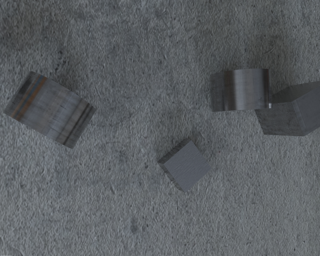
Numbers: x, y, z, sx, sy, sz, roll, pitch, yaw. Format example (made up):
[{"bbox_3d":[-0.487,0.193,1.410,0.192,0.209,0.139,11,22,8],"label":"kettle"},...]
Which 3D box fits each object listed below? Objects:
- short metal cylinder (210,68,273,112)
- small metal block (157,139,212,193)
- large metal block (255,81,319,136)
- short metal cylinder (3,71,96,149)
[{"bbox_3d":[0.110,-0.049,0.420,0.081,0.080,0.050,-4,92,-20],"label":"short metal cylinder"},{"bbox_3d":[0.033,0.051,0.422,0.050,0.025,0.050,-40,103,-16],"label":"small metal block"},{"bbox_3d":[0.200,-0.029,0.454,0.081,0.080,0.050,-27,99,-18],"label":"large metal block"},{"bbox_3d":[-0.118,-0.018,0.336,0.080,0.080,0.050,32,80,-18],"label":"short metal cylinder"}]
